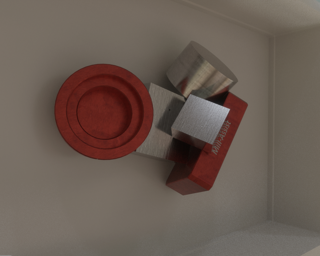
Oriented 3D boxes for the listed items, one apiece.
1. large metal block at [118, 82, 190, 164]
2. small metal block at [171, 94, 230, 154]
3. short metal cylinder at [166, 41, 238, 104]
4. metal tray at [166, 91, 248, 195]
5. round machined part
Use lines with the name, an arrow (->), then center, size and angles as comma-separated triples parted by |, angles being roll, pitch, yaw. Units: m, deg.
large metal block -> -0.005, -0.003, 0.387 | 0.080, 0.050, 0.080 | 19, 78, -39
small metal block -> 0.048, -0.005, 0.363 | 0.050, 0.050, 0.025 | -60, 162, -23
short metal cylinder -> 0.055, -0.069, 0.409 | 0.080, 0.080, 0.050 | 21, 121, -38
metal tray -> 0.061, 0.023, 0.414 | 0.030, 0.090, 0.130 | 32, 67, -7
round machined part -> -0.060, -0.015, 0.330 | 0.099, 0.042, 0.097 | 2, 85, -17
